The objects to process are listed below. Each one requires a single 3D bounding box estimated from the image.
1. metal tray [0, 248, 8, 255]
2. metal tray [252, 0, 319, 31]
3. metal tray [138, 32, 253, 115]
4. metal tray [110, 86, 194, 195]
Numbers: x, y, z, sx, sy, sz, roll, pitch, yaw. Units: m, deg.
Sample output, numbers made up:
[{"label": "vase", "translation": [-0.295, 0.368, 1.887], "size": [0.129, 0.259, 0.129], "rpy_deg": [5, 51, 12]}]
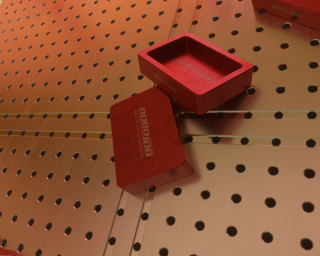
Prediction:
[{"label": "metal tray", "translation": [-0.215, 0.224, 0.377], "size": [0.090, 0.030, 0.130], "rpy_deg": [-47, 52, -5]}, {"label": "metal tray", "translation": [0.199, -0.187, 0.414], "size": [0.090, 0.030, 0.130], "rpy_deg": [-45, 51, -4]}, {"label": "metal tray", "translation": [0.043, -0.078, 0.406], "size": [0.091, 0.030, 0.130], "rpy_deg": [-29, 48, -22]}, {"label": "metal tray", "translation": [-0.015, 0.011, 0.405], "size": [0.090, 0.030, 0.130], "rpy_deg": [-22, 54, 14]}]
